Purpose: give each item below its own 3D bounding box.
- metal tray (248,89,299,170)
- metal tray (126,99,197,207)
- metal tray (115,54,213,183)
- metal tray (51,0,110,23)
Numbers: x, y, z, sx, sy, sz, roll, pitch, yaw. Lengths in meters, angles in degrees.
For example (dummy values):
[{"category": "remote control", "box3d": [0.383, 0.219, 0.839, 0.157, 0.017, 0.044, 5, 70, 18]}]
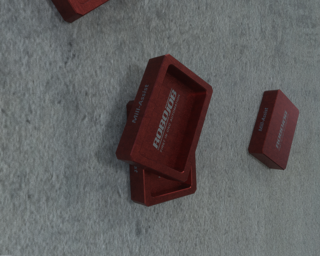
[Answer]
[{"category": "metal tray", "box3d": [0.219, 0.004, 0.589, 0.090, 0.030, 0.130, 33, 70, -36]}, {"category": "metal tray", "box3d": [0.004, 0.028, 0.407, 0.091, 0.030, 0.129, -5, 93, -40]}, {"category": "metal tray", "box3d": [0.010, -0.010, 0.371, 0.090, 0.030, 0.130, 29, 72, -37]}, {"category": "metal tray", "box3d": [-0.073, -0.187, 0.340, 0.131, 0.030, 0.090, -46, 118, -30]}]
